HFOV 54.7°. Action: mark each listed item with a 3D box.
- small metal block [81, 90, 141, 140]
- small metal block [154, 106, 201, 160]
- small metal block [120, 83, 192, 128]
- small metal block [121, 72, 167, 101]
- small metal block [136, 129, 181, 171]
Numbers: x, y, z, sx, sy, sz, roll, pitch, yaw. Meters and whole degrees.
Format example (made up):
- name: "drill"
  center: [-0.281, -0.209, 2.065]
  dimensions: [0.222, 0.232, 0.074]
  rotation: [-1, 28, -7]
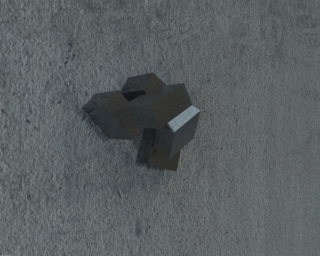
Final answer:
- name: "small metal block"
  center: [-0.053, -0.013, 0.348]
  dimensions: [0.025, 0.050, 0.050]
  rotation: [-53, 121, -27]
- name: "small metal block"
  center: [0.020, 0.003, 0.377]
  dimensions: [0.050, 0.025, 0.050]
  rotation: [-38, 151, -33]
- name: "small metal block"
  center: [-0.004, -0.023, 0.323]
  dimensions: [0.050, 0.050, 0.025]
  rotation: [-36, 113, -34]
- name: "small metal block"
  center: [-0.013, -0.040, 0.381]
  dimensions: [0.050, 0.050, 0.025]
  rotation: [39, 66, -33]
- name: "small metal block"
  center: [0.001, 0.027, 0.409]
  dimensions: [0.050, 0.025, 0.050]
  rotation: [21, 77, -38]
